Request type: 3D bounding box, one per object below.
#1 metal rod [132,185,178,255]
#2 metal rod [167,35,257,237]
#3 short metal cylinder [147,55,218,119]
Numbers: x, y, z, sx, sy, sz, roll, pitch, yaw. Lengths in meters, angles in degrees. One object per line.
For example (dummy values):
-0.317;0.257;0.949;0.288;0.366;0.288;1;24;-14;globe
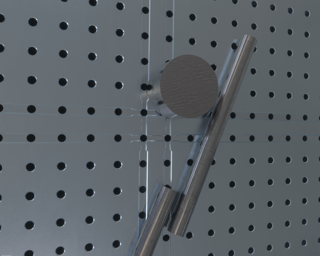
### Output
-0.045;0.218;0.396;0.025;0.025;0.299;26;81;-18;metal rod
0.077;0.005;0.441;0.025;0.025;0.299;25;82;-19;metal rod
0.029;-0.052;0.410;0.081;0.050;0.079;0;90;-20;short metal cylinder
